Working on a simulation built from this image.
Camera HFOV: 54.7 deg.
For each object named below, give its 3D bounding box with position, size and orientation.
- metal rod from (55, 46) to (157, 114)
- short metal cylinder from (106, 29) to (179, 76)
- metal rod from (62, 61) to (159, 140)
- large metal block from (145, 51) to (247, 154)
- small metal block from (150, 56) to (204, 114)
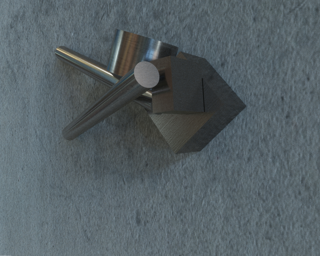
[{"bbox_3d":[-0.086,-0.079,0.438,0.300,0.025,0.025,32,110,47],"label":"metal rod"},{"bbox_3d":[-0.022,-0.088,0.389,0.080,0.081,0.050,26,107,36],"label":"short metal cylinder"},{"bbox_3d":[-0.083,-0.019,0.403,0.299,0.025,0.025,-22,76,59],"label":"metal rod"},{"bbox_3d":[0.036,-0.028,0.357,0.080,0.050,0.080,-49,61,30],"label":"large metal block"},{"bbox_3d":[0.018,-0.040,0.305,0.025,0.050,0.050,-5,87,40],"label":"small metal block"}]
